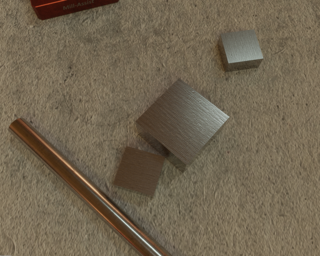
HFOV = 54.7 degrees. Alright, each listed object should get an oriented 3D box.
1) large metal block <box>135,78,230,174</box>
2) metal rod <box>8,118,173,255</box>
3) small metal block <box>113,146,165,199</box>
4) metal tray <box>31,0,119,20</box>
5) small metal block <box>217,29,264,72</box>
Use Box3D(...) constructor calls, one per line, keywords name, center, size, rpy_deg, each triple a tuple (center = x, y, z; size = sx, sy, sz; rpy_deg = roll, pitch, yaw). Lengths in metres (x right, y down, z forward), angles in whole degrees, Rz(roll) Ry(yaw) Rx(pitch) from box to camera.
Box3D(name="large metal block", center=(0.027, -0.002, 0.396), size=(0.080, 0.050, 0.080), rpy_deg=(40, 75, 13))
Box3D(name="metal rod", center=(-0.074, 0.089, 0.374), size=(0.300, 0.025, 0.025), rpy_deg=(39, 74, 13))
Box3D(name="small metal block", center=(-0.025, 0.056, 0.388), size=(0.050, 0.025, 0.050), rpy_deg=(16, 71, 5))
Box3D(name="metal tray", center=(-0.138, -0.228, 0.487), size=(0.131, 0.030, 0.090), rpy_deg=(-16, 71, -7))
Box3D(name="small metal block", center=(0.116, -0.112, 0.451), size=(0.050, 0.025, 0.050), rpy_deg=(-9, 70, -4))
